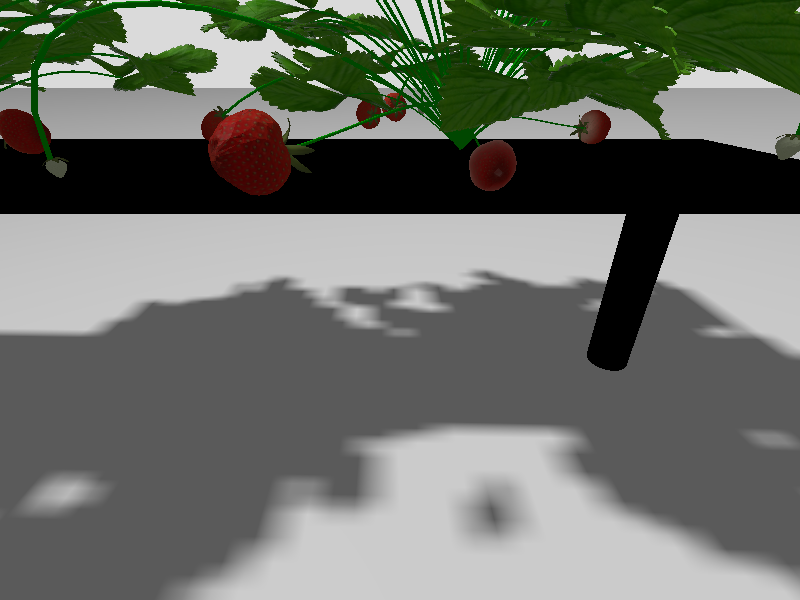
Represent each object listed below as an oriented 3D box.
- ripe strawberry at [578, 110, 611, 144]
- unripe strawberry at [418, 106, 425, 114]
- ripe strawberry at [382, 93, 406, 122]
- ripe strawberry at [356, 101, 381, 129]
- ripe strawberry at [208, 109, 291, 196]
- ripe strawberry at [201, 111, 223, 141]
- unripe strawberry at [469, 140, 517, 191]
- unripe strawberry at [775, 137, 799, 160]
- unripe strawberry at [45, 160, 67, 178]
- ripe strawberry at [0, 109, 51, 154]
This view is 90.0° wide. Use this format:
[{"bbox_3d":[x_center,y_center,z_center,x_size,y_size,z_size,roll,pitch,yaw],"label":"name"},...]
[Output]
[{"bbox_3d":[0.176,-0.155,0.360,0.028,0.028,0.027,-8,30,-15],"label":"ripe strawberry"},{"bbox_3d":[0.028,-0.246,0.519,0.010,0.011,0.011,-3,29,-5],"label":"unripe strawberry"},{"bbox_3d":[-0.009,-0.258,0.537,0.033,0.035,0.035,-7,22,-12],"label":"ripe strawberry"},{"bbox_3d":[-0.038,-0.214,0.462,0.029,0.030,0.031,-15,32,-25],"label":"ripe strawberry"},{"bbox_3d":[-0.073,-0.070,0.193,0.034,0.039,0.037,22,37,34],"label":"ripe strawberry"},{"bbox_3d":[-0.167,-0.156,0.362,0.027,0.023,0.027,-34,17,26],"label":"ripe strawberry"},{"bbox_3d":[0.048,-0.068,0.205,0.024,0.025,0.026,0,30,1],"label":"unripe strawberry"},{"bbox_3d":[0.281,-0.110,0.290,0.016,0.016,0.015,5,30,9],"label":"unripe strawberry"},{"bbox_3d":[-0.196,-0.075,0.229,0.010,0.010,0.011,-13,32,-21],"label":"unripe strawberry"},{"bbox_3d":[-0.279,-0.125,0.299,0.030,0.032,0.028,7,30,11],"label":"ripe strawberry"}]
